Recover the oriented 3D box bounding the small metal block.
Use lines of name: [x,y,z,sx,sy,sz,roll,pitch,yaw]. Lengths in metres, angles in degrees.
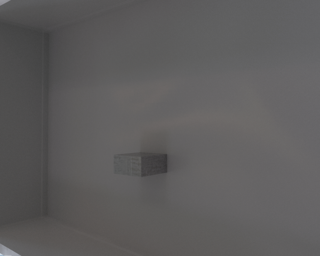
small metal block: [-0.026,0.048,0.413,0.050,0.050,0.025,0,90,40]
